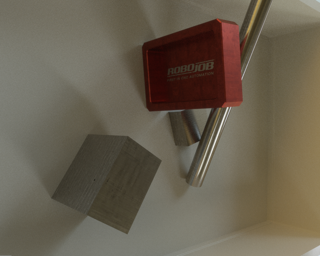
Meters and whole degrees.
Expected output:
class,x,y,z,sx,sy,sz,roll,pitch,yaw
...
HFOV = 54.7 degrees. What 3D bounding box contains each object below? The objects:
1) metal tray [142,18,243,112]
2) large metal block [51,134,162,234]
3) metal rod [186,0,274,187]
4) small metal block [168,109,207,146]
class,x,y,z,sx,sy,sz,roll,pitch,yaw
metal tray,0.032,-0.067,0.367,0.030,0.130,0.089,-7,95,-40
large metal block,-0.057,0.054,0.325,0.050,0.080,0.080,40,66,-33
metal rod,0.092,-0.055,0.407,0.025,0.025,0.298,1,114,-40
small metal block,0.043,-0.006,0.445,0.050,0.025,0.050,-21,104,-38
